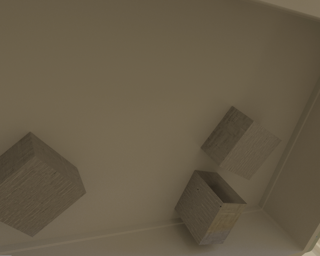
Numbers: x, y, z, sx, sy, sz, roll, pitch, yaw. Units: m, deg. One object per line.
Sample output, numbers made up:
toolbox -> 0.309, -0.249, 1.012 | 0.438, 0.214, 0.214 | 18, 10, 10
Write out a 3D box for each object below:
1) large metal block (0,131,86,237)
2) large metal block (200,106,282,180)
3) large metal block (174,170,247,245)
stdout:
large metal block -> -0.146, 0.065, 0.353 | 0.080, 0.050, 0.080 | -40, 129, -1
large metal block -> 0.124, 0.025, 0.475 | 0.080, 0.050, 0.080 | 27, 104, -37
large metal block -> 0.077, 0.125, 0.492 | 0.050, 0.080, 0.079 | 12, 112, -33
